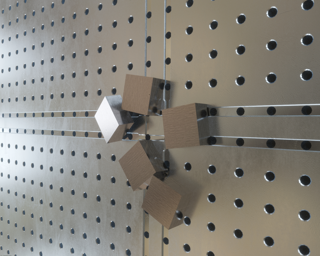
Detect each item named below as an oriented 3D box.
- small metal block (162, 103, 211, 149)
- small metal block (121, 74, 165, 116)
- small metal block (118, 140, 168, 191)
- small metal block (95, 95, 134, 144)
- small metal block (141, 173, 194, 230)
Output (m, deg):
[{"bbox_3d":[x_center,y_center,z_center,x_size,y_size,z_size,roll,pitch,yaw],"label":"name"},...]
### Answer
[{"bbox_3d":[0.032,-0.001,0.381,0.050,0.025,0.050,-9,84,39],"label":"small metal block"},{"bbox_3d":[-0.024,-0.046,0.427,0.050,0.025,0.050,15,99,38],"label":"small metal block"},{"bbox_3d":[-0.024,0.051,0.427,0.050,0.025,0.050,-44,64,30],"label":"small metal block"},{"bbox_3d":[-0.068,-0.013,0.456,0.050,0.025,0.050,-50,60,45],"label":"small metal block"},{"bbox_3d":[0.009,0.093,0.401,0.050,0.025,0.050,30,109,35],"label":"small metal block"}]
